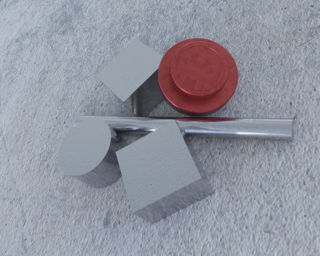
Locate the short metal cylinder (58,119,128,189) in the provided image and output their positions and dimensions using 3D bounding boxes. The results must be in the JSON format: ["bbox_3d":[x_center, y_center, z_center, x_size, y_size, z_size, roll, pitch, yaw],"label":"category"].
[{"bbox_3d":[-0.086,0.034,0.412,0.080,0.050,0.080,-13,56,20],"label":"short metal cylinder"}]

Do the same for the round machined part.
[{"bbox_3d":[0.047,-0.066,0.379,0.099,0.042,0.098,0,79,0],"label":"round machined part"}]

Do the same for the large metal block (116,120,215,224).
[{"bbox_3d":[0.005,0.051,0.355,0.080,0.050,0.080,-29,52,9],"label":"large metal block"}]

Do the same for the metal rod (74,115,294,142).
[{"bbox_3d":[0.010,-0.003,0.402,0.300,0.025,0.025,2,63,28],"label":"metal rod"}]

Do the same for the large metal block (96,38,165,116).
[{"bbox_3d":[-0.031,-0.071,0.445,0.080,0.050,0.080,-45,51,-3],"label":"large metal block"}]
